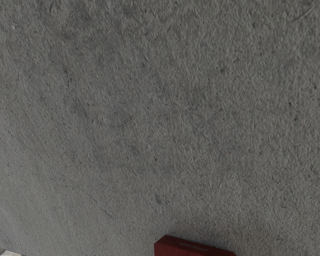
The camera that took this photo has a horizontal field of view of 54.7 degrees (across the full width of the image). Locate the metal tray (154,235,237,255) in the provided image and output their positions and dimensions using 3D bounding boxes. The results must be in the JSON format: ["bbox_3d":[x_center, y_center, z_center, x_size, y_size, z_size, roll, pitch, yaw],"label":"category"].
[{"bbox_3d":[0.054,0.230,0.491,0.130,0.030,0.089,2,99,33],"label":"metal tray"}]
